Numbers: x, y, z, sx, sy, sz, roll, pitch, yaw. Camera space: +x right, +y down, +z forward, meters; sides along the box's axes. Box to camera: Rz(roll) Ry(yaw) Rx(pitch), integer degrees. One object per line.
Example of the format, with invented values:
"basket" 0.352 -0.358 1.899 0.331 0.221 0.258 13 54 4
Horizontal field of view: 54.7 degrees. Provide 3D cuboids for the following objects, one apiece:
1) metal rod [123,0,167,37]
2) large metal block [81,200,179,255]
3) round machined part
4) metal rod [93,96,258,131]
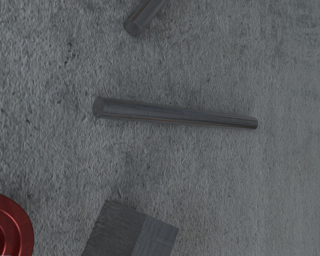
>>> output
"metal rod" 0.038 -0.237 0.438 0.025 0.025 0.300 47 62 -30
"large metal block" -0.036 0.133 0.340 0.050 0.080 0.080 35 68 -35
"round machined part" -0.163 0.099 0.258 0.099 0.042 0.097 0 90 -40
"metal rod" 0.046 -0.015 0.445 0.302 0.025 0.025 4 88 -40
